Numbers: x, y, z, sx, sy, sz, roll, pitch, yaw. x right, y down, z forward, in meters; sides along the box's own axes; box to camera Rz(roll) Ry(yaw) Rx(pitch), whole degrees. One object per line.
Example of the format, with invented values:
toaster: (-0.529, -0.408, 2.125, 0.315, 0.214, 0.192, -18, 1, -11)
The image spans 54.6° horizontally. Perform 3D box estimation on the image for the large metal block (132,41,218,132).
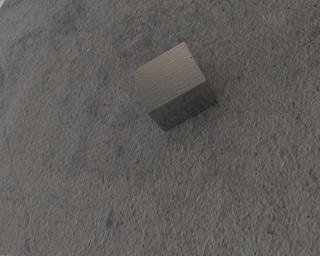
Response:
large metal block: (0.019, -0.055, 0.412, 0.080, 0.050, 0.080, -29, 52, 10)
